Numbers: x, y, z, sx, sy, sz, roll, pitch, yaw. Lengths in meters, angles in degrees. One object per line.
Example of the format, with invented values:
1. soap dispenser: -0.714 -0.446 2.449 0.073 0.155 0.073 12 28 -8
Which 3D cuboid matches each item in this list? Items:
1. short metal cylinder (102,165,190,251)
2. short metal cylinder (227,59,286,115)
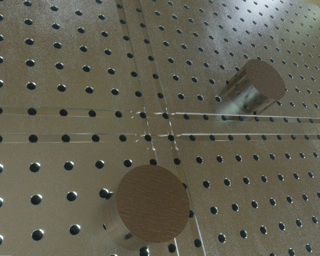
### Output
1. short metal cylinder: -0.016 0.086 0.331 0.081 0.050 0.080 14 56 -21
2. short metal cylinder: 0.161 -0.068 0.520 0.081 0.050 0.080 14 56 -21
